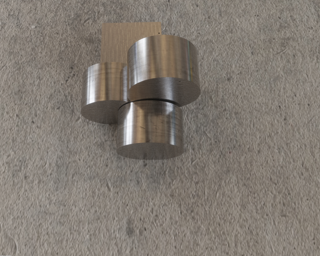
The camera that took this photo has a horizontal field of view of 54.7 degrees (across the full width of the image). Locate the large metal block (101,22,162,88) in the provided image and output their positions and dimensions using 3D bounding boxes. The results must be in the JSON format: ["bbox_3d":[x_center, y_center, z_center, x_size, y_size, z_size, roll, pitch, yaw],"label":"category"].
[{"bbox_3d":[-0.038,-0.098,0.433,0.081,0.050,0.080,-2,70,-1],"label":"large metal block"}]

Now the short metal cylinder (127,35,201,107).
[{"bbox_3d":[0.003,-0.060,0.350,0.081,0.080,0.050,-2,70,-1],"label":"short metal cylinder"}]

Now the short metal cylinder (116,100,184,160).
[{"bbox_3d":[-0.012,0.005,0.379,0.081,0.080,0.050,0,70,0],"label":"short metal cylinder"}]

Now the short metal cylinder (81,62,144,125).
[{"bbox_3d":[-0.058,-0.041,0.396,0.081,0.080,0.050,-2,70,-1],"label":"short metal cylinder"}]

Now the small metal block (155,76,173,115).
[{"bbox_3d":[0.007,-0.036,0.412,0.025,0.050,0.050,1,70,0],"label":"small metal block"}]
